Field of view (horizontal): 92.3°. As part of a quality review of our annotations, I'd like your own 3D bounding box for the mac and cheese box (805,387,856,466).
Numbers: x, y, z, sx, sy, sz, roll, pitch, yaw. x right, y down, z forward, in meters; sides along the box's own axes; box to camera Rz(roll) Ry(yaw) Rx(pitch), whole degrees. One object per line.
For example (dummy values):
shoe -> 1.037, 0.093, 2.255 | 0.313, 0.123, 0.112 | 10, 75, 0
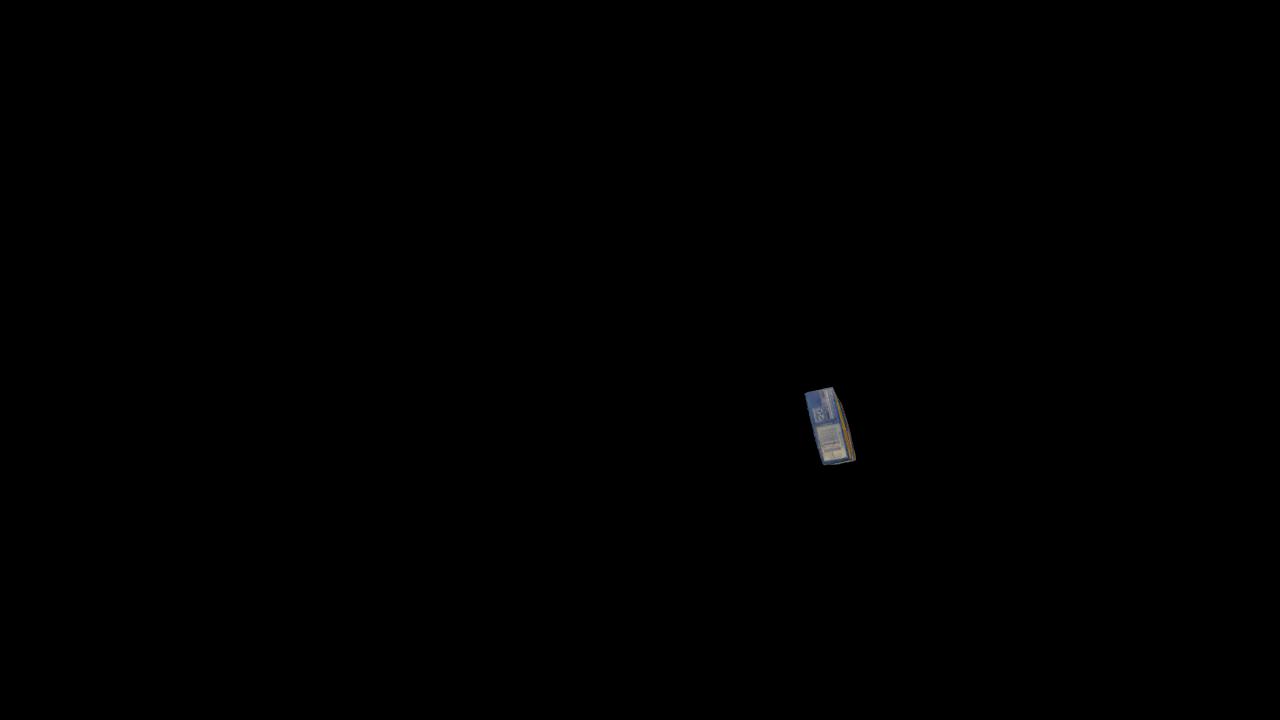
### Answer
mac and cheese box -> 0.259, 0.094, 0.829 | 0.041, 0.093, 0.184 | -17, -14, 18
